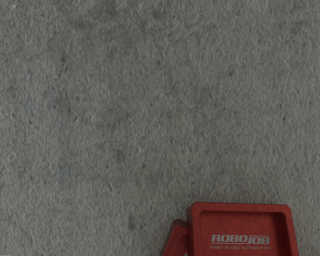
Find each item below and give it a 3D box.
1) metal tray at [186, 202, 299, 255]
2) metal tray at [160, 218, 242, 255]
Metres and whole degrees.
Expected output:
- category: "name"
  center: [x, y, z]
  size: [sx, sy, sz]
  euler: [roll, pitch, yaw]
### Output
- category: "metal tray"
  center: [0.101, 0.141, 0.381]
  size: [0.131, 0.030, 0.090]
  euler: [4, 64, -9]
- category: "metal tray"
  center: [0.065, 0.187, 0.408]
  size: [0.131, 0.030, 0.090]
  euler: [21, 90, -1]
